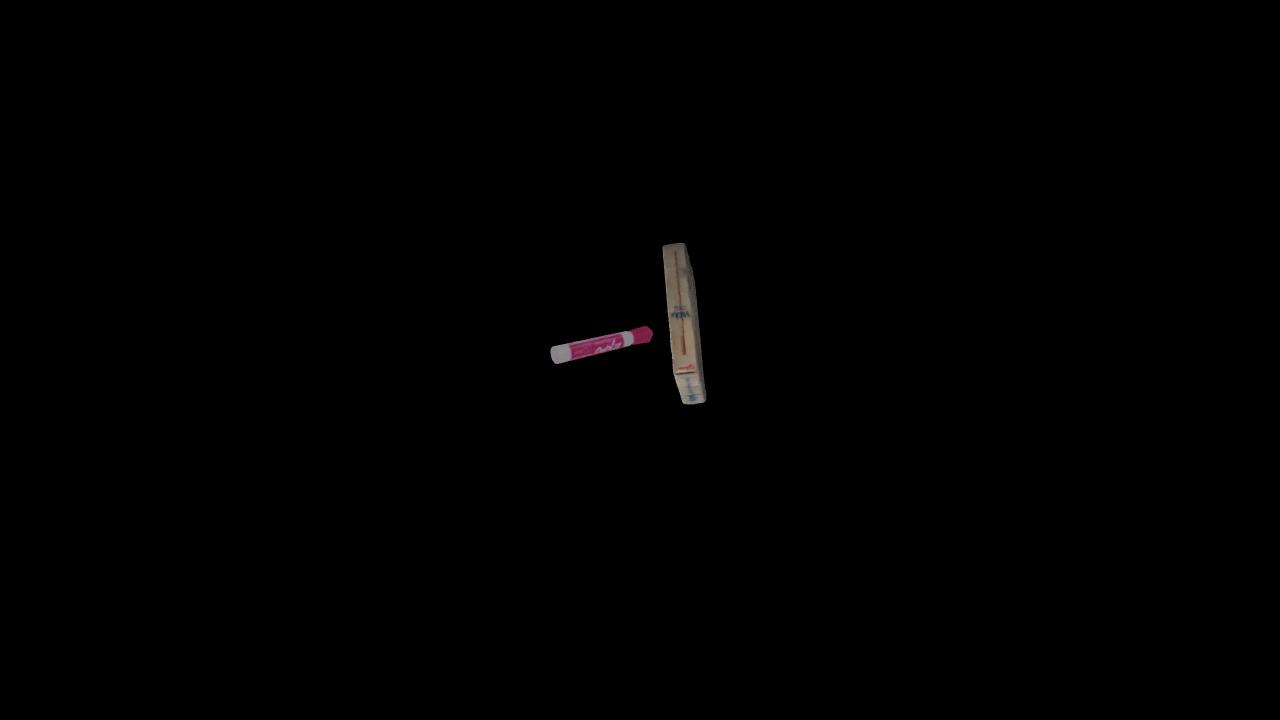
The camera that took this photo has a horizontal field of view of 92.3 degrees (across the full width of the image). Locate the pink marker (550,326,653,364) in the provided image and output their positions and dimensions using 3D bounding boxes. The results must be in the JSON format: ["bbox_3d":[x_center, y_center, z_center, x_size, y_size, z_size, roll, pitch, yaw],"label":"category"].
[{"bbox_3d":[-0.037,-0.017,0.657,0.121,0.020,0.020,-14,8,-32],"label":"pink marker"}]

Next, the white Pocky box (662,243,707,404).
[{"bbox_3d":[0.048,-0.038,0.653,0.028,0.154,0.084,-7,-26,9],"label":"white Pocky box"}]
